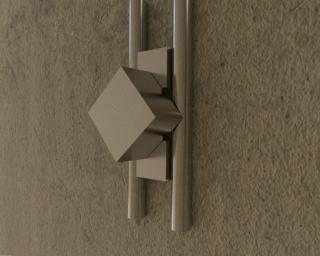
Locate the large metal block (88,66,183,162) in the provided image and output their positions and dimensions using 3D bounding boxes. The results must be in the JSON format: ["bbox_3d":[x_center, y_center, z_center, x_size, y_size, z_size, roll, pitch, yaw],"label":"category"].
[{"bbox_3d":[-0.032,-0.016,0.380,0.080,0.050,0.080,-48,62,29],"label":"large metal block"}]

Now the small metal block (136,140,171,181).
[{"bbox_3d":[-0.004,0.040,0.406,0.050,0.025,0.050,1,91,39],"label":"small metal block"}]

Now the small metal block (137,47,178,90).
[{"bbox_3d":[-0.003,-0.075,0.405,0.050,0.025,0.050,1,91,39],"label":"small metal block"}]

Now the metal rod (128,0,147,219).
[{"bbox_3d":[-0.031,-0.025,0.431,0.025,0.025,0.298,1,91,39],"label":"metal rod"}]

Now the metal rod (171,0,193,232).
[{"bbox_3d":[0.027,-0.024,0.383,0.025,0.025,0.298,1,91,39],"label":"metal rod"}]
